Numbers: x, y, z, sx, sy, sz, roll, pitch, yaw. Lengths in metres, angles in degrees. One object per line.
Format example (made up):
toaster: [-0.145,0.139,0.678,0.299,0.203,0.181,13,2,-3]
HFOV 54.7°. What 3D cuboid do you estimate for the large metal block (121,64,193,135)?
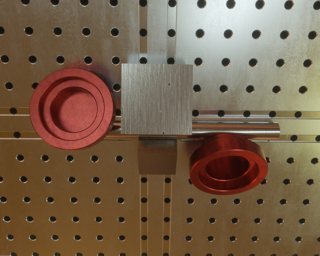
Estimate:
large metal block: [-0.004,-0.033,0.376,0.081,0.050,0.079,1,92,-1]

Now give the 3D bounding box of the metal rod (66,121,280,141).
metal rod: [0.006,0.003,0.415,0.302,0.025,0.025,0,110,-1]

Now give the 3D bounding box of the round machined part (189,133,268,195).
round machined part: [0.087,0.044,0.408,0.099,0.042,0.097,0,136,0]

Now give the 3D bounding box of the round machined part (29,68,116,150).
round machined part: [-0.103,-0.021,0.382,0.099,0.042,0.097,0,84,-1]

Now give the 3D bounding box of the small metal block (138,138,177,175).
small metal block: [-0.003,0.039,0.417,0.050,0.025,0.050,1,139,-1]
